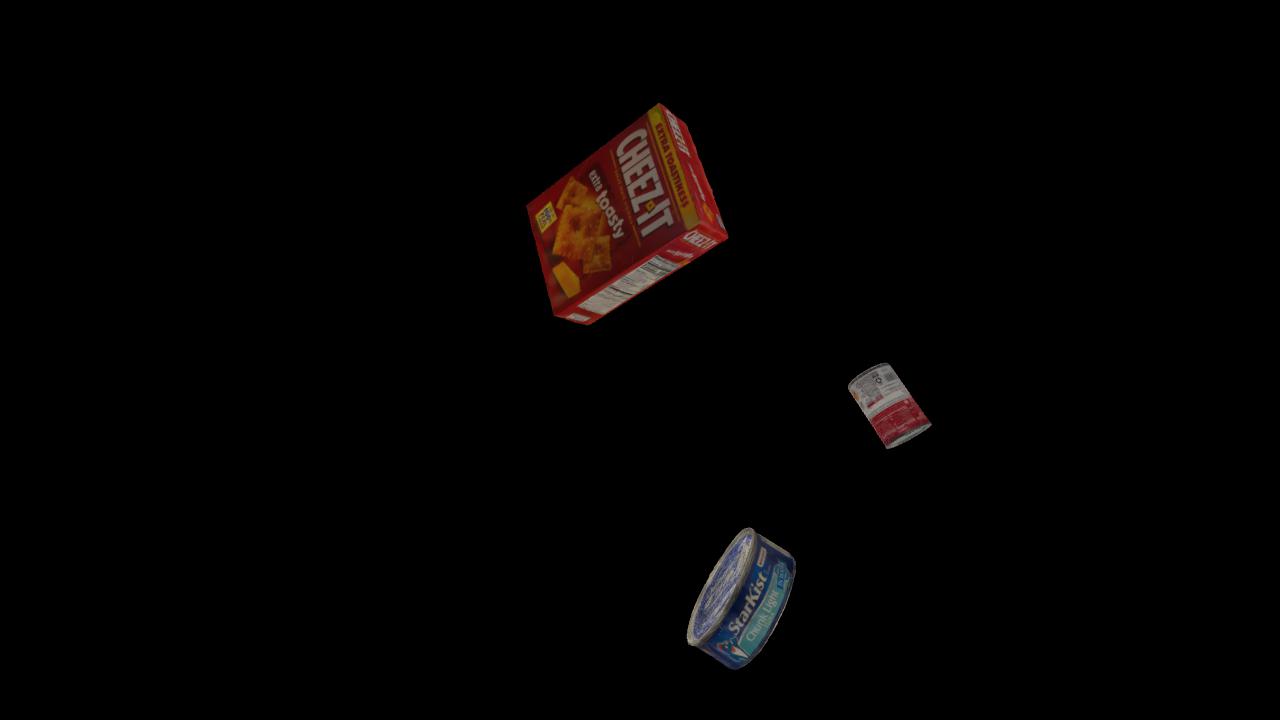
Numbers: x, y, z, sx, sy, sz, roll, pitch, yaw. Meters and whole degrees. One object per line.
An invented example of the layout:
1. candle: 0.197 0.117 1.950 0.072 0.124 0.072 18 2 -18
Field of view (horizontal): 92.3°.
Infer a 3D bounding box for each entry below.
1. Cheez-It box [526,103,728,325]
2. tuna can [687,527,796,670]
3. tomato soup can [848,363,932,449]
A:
1. Cheez-It box: -0.023 -0.164 0.728 0.223 0.166 0.071 -28 -22 30
2. tuna can: 0.066 0.155 0.402 0.034 0.084 0.084 31 3 4
3. tomato soup can: 0.343 0.063 0.851 0.068 0.101 0.068 -22 -25 -11
